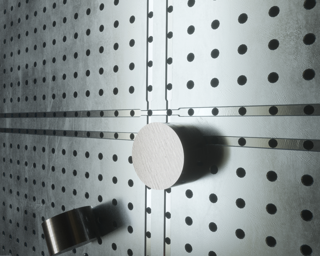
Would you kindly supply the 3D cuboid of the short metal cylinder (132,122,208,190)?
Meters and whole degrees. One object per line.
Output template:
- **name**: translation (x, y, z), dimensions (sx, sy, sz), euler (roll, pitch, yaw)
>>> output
- **short metal cylinder**: translation (0.012, 0.033, 0.384), dimensions (0.080, 0.050, 0.079), euler (0, 90, 40)

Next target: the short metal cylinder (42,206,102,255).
- **short metal cylinder**: translation (-0.139, 0.162, 0.488), dimensions (0.080, 0.081, 0.050), euler (-35, 68, 34)
